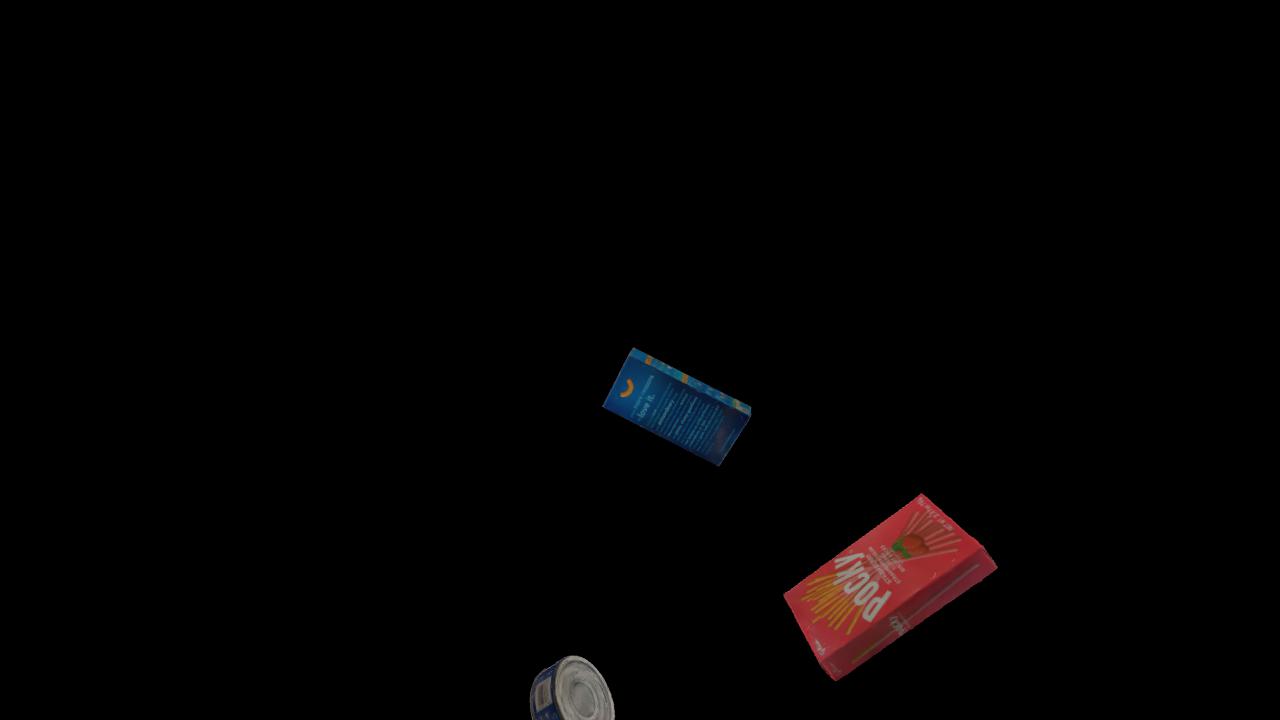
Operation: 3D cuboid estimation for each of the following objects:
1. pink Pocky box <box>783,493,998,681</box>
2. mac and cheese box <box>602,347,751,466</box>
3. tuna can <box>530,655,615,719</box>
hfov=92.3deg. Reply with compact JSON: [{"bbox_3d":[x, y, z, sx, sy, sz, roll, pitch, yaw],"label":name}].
[{"bbox_3d":[0.198,0.183,0.506,0.155,0.029,0.084,-38,17,5],"label":"pink Pocky box"},{"bbox_3d":[0.051,0.065,0.852,0.184,0.093,0.041,28,24,0],"label":"mac and cheese box"},{"bbox_3d":[-0.063,0.329,0.587,0.034,0.084,0.084,-40,-14,17],"label":"tuna can"}]
